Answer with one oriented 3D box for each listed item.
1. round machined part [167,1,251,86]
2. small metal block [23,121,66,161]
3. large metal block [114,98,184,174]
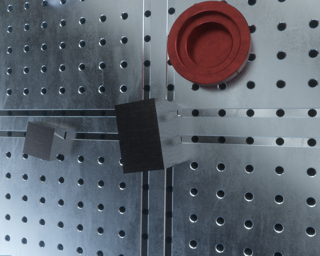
[{"bbox_3d":[0.062,-0.100,0.382,0.098,0.042,0.097,0,90,20],"label":"round machined part"},{"bbox_3d":[-0.178,0.019,0.475,0.050,0.025,0.050,14,95,19],"label":"small metal block"},{"bbox_3d":[-0.010,0.009,0.387,0.050,0.080,0.080,-9,87,20],"label":"large metal block"}]
